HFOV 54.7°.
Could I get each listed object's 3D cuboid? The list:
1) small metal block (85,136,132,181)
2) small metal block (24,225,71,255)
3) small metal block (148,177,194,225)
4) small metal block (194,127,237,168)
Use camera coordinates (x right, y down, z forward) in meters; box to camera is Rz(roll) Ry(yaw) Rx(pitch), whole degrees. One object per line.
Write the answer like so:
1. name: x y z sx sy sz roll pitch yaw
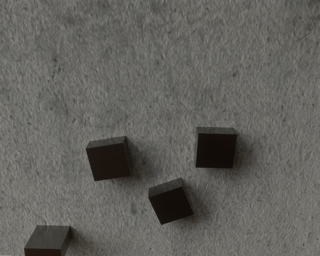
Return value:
1. small metal block: -0.069 0.042 0.424 0.050 0.025 0.050 -9 110 3
2. small metal block: -0.164 0.170 0.457 0.050 0.050 0.025 2 110 -1
3. small metal block: 0.016 0.106 0.449 0.050 0.025 0.050 -20 109 7
4. small metal block: 0.074 0.026 0.421 0.050 0.025 0.050 1 110 -1
